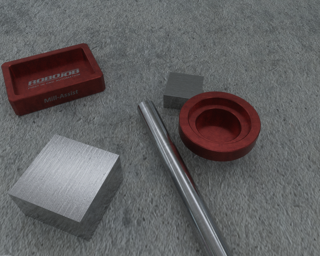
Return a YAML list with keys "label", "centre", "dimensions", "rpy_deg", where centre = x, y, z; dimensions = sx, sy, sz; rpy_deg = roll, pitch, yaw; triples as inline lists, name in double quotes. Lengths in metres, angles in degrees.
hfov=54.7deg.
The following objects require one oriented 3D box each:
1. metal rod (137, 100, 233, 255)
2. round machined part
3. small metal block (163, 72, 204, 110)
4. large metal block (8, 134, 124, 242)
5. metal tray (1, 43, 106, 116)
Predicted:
- label: "metal rod"
  centre: [0.034, 0.078, 0.337]
  dimensions: [0.025, 0.025, 0.300]
  rpy_deg: [-16, 52, -13]
- label: "round machined part"
  centre: [0.072, 0.002, 0.391]
  dimensions: [0.099, 0.042, 0.098]
  rpy_deg: [0, 50, 0]
- label: "small metal block"
  centre: [0.035, -0.052, 0.448]
  dimensions: [0.050, 0.025, 0.050]
  rpy_deg: [9, 51, 7]
- label: "large metal block"
  centre: [-0.096, 0.062, 0.334]
  dimensions: [0.080, 0.050, 0.080]
  rpy_deg: [17, 52, 13]
- label: "metal tray"
  centre: [-0.158, -0.076, 0.462]
  dimensions: [0.131, 0.030, 0.090]
  rpy_deg: [-19, 53, -16]
